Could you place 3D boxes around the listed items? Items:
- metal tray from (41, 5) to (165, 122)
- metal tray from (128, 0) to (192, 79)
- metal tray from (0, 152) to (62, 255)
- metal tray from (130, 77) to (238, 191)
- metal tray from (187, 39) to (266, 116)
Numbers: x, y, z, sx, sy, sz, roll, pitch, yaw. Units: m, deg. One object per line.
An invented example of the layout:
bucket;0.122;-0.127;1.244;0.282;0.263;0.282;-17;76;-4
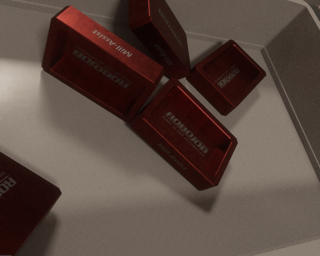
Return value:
metal tray;-0.070;-0.070;0.369;0.130;0.090;0.030;33;51;-7
metal tray;0.002;-0.138;0.442;0.130;0.030;0.090;41;38;-52
metal tray;-0.142;0.064;0.239;0.090;0.030;0.130;34;13;-6
metal tray;0.036;0.007;0.407;0.130;0.030;0.090;44;50;-9
metal tray;0.115;-0.088;0.520;0.090;0.030;0.131;46;51;4
